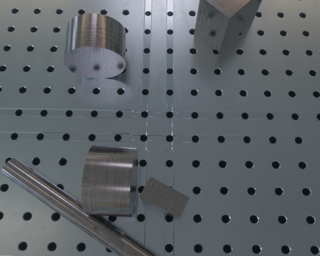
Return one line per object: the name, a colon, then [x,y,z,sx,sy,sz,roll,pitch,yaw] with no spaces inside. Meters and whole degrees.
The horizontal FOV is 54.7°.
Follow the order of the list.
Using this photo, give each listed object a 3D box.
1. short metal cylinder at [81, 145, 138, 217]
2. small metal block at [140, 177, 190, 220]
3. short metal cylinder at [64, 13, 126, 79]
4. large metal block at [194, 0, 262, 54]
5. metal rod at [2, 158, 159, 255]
short metal cylinder: [-0.055,0.061,0.360,0.050,0.080,0.080,4,70,1]
small metal block: [0.005,0.085,0.367,0.050,0.050,0.025,27,73,9]
short metal cylinder: [-0.087,-0.109,0.422,0.081,0.080,0.050,-2,70,-1]
large metal block: [0.099,-0.168,0.445,0.050,0.080,0.080,43,76,14]
metal rod: [-0.063,0.124,0.365,0.301,0.025,0.025,31,73,10]
